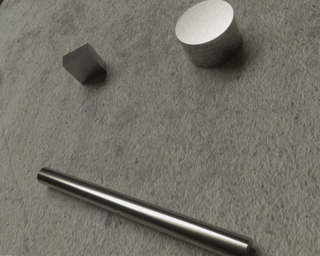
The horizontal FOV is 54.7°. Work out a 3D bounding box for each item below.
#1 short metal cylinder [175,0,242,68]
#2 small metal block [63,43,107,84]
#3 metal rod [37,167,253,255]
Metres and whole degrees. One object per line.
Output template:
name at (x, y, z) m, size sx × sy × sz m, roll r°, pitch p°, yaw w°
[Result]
short metal cylinder at (0.068, -0.131, 0.432) m, size 0.080 × 0.050 × 0.080 m, roll -13°, pitch 56°, yaw 21°
small metal block at (-0.126, -0.107, 0.519) m, size 0.050 × 0.050 × 0.025 m, roll -23°, pitch 53°, yaw 14°
metal rod at (-0.042, 0.092, 0.369) m, size 0.300 × 0.025 × 0.025 m, roll 11°, pitch 67°, yaw 32°
